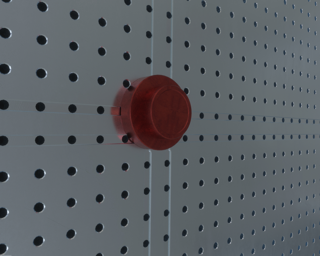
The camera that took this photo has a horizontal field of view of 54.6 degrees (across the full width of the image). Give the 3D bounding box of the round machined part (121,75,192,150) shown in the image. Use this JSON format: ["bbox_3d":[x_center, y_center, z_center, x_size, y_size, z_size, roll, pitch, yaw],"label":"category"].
[{"bbox_3d":[0.003,-0.020,0.399,0.099,0.042,0.097,0,90,-40],"label":"round machined part"}]
